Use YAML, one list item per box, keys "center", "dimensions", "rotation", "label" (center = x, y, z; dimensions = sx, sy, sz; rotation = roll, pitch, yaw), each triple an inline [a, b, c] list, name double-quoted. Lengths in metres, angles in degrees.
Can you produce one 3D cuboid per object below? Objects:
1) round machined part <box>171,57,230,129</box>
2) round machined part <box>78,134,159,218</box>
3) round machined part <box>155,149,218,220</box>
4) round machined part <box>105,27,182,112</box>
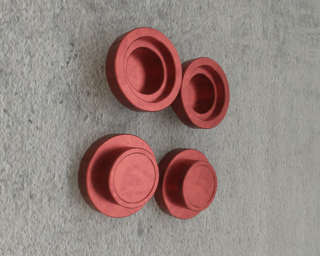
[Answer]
- center: [0.051, -0.047, 0.436]
  dimensions: [0.099, 0.042, 0.097]
  rotation: [0, 90, -40]
  label: "round machined part"
- center: [-0.040, 0.056, 0.360]
  dimensions: [0.099, 0.042, 0.097]
  rotation: [0, 90, -40]
  label: "round machined part"
- center: [0.042, 0.078, 0.429]
  dimensions: [0.099, 0.042, 0.097]
  rotation: [0, 90, -40]
  label: "round machined part"
- center: [-0.023, -0.067, 0.374]
  dimensions: [0.099, 0.042, 0.097]
  rotation: [0, 90, -40]
  label: "round machined part"
